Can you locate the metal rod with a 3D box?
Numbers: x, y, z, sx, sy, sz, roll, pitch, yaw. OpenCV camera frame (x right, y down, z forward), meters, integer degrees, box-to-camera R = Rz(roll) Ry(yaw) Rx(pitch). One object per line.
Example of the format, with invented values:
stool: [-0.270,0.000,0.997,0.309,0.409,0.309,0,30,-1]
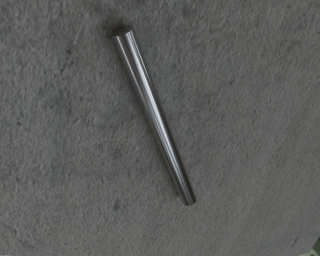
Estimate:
metal rod: [0.004,0.008,0.415,0.025,0.025,0.299,-30,129,-10]
